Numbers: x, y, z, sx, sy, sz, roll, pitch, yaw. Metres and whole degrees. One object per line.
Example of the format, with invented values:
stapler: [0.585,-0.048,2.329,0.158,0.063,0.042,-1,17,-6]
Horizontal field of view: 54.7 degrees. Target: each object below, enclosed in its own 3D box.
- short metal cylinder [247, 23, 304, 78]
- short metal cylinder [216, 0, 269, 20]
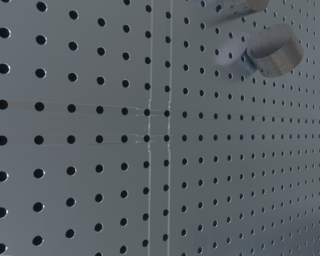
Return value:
short metal cylinder: [0.200,-0.135,0.540,0.050,0.080,0.080,43,64,-32]
short metal cylinder: [0.135,-0.223,0.505,0.081,0.050,0.079,0,90,-40]
